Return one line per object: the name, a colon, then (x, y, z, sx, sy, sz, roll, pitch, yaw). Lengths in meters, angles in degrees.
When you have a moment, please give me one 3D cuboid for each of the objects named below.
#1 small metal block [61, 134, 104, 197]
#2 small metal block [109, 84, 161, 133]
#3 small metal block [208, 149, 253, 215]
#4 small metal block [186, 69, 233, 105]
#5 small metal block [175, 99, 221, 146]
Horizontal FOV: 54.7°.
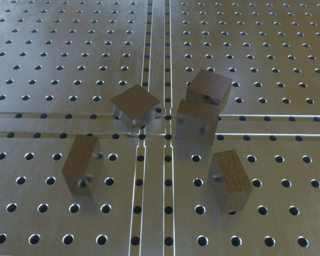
small metal block: (-0.086, 0.044, 0.354, 0.025, 0.050, 0.050, 7, 50, 5)
small metal block: (-0.034, -0.029, 0.431, 0.050, 0.025, 0.050, -34, 58, -26)
small metal block: (0.075, 0.060, 0.342, 0.025, 0.050, 0.050, -10, 51, -8)
small metal block: (0.072, -0.056, 0.456, 0.050, 0.025, 0.050, 23, 54, 18)
small metal block: (0.048, -0.007, 0.398, 0.050, 0.050, 0.025, 12, 51, 9)
